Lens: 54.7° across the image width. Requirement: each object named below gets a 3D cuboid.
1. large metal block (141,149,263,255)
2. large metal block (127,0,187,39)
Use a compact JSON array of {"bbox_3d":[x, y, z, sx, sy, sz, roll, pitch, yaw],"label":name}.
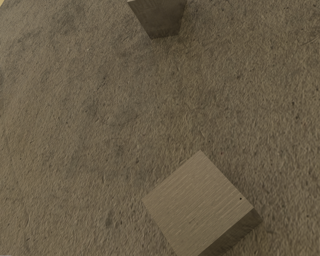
[{"bbox_3d":[0.042,0.083,0.315,0.080,0.050,0.080,-41,51,0],"label":"large metal block"},{"bbox_3d":[-0.001,-0.203,0.494,0.050,0.080,0.080,-1,61,28],"label":"large metal block"}]
